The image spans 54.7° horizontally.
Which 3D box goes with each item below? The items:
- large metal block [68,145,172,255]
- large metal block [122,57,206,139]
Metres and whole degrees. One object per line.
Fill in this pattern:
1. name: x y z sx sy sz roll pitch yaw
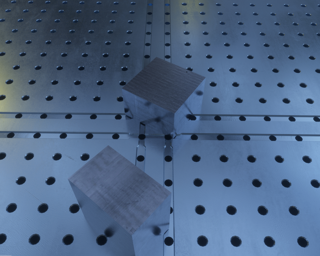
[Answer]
1. large metal block: -0.037 0.077 0.307 0.080 0.080 0.050 33 57 24
2. large metal block: 0.006 -0.044 0.428 0.080 0.050 0.080 27 55 20
